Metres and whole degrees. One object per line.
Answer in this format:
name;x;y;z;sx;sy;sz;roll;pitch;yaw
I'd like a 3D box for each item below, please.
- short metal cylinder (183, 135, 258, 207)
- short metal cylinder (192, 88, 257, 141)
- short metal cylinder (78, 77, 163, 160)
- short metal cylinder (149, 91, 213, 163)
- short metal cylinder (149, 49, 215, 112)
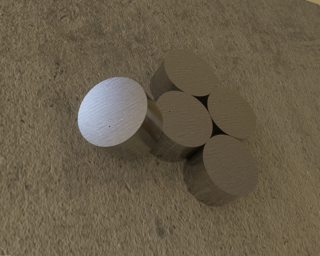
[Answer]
short metal cylinder;0.077;0.055;0.397;0.081;0.050;0.080;14;56;-21
short metal cylinder;0.089;-0.010;0.443;0.081;0.050;0.080;14;56;-21
short metal cylinder;-0.043;-0.010;0.346;0.080;0.050;0.080;-7;67;17
short metal cylinder;0.020;-0.001;0.400;0.081;0.050;0.080;14;56;-21
short metal cylinder;0.032;-0.066;0.446;0.081;0.050;0.080;14;56;-21
